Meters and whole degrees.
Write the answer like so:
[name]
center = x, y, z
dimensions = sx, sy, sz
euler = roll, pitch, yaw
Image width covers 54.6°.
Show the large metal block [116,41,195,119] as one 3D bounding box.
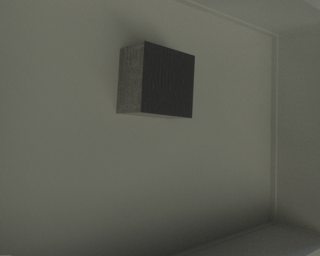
[large metal block]
center = -0.004, -0.055, 0.385
dimensions = 0.081, 0.050, 0.080
euler = 5, 87, -40
